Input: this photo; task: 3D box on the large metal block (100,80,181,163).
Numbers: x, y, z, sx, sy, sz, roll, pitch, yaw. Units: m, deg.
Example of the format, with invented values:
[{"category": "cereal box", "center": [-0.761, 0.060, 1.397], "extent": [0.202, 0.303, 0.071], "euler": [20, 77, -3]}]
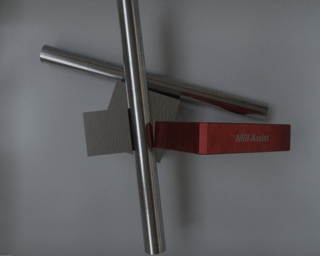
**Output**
[{"category": "large metal block", "center": [-0.026, -0.008, 0.397], "extent": [0.080, 0.050, 0.080], "euler": [18, 90, -1]}]

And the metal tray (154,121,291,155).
[{"category": "metal tray", "center": [0.071, 0.009, 0.352], "extent": [0.131, 0.090, 0.030], "euler": [1, 91, -32]}]

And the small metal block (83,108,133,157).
[{"category": "small metal block", "center": [-0.059, 0.005, 0.359], "extent": [0.050, 0.025, 0.050], "euler": [-6, 90, -1]}]

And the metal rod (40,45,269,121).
[{"category": "metal rod", "center": [-0.007, -0.060, 0.410], "extent": [0.302, 0.025, 0.025], "euler": [15, 90, -1]}]

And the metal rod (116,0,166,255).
[{"category": "metal rod", "center": [-0.022, -0.006, 0.360], "extent": [0.025, 0.025, 0.298], "euler": [-6, 90, 0]}]
